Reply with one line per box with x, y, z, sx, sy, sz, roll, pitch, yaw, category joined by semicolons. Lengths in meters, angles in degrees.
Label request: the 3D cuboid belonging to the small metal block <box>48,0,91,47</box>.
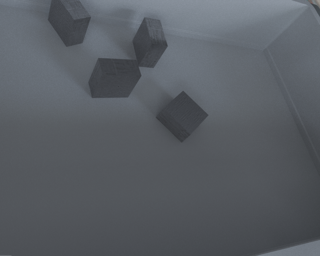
-0.122;-0.146;0.413;0.025;0.050;0.050;-28;77;-37;small metal block

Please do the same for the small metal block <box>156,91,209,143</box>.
0.031;-0.016;0.432;0.050;0.025;0.050;44;51;2;small metal block

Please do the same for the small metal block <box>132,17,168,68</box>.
-0.016;-0.125;0.457;0.025;0.050;0.050;0;62;-28;small metal block

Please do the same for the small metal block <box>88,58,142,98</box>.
-0.059;-0.063;0.396;0.050;0.050;0.025;-4;64;-30;small metal block
